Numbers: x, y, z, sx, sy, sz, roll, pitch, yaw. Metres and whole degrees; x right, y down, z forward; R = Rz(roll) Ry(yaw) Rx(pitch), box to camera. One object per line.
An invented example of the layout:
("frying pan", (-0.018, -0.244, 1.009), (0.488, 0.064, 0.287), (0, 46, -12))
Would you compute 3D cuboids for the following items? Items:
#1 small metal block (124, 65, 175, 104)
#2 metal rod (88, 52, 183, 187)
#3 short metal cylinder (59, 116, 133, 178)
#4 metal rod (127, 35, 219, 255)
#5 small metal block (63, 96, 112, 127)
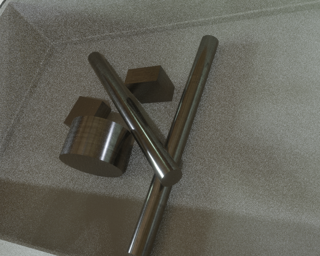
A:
("small metal block", (-0.014, -0.059, 0.432), (0.050, 0.050, 0.025), (-2, 61, 27))
("metal rod", (-0.050, -0.034, 0.432), (0.025, 0.025, 0.300), (-38, 46, 2))
("short metal cylinder", (-0.080, 0.026, 0.395), (0.080, 0.080, 0.050), (-1, 62, 27))
("metal rod", (0.024, 0.006, 0.388), (0.025, 0.025, 0.300), (7, 65, 31))
("small metal block", (-0.110, -0.018, 0.473), (0.050, 0.025, 0.050), (14, 69, 33))
